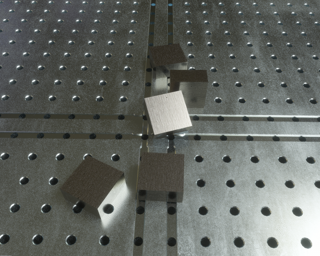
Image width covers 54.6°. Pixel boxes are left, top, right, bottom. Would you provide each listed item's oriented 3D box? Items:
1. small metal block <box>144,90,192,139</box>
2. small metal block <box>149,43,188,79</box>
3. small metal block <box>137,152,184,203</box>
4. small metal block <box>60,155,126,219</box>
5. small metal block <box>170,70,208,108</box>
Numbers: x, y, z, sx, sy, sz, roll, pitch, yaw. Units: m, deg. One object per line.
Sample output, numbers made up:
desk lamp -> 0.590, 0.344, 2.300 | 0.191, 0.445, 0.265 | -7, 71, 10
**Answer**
small metal block -> 0.009, -0.017, 0.410 | 0.050, 0.025, 0.050 | -13, 77, -11
small metal block -> 0.013, -0.109, 0.499 | 0.050, 0.025, 0.050 | -10, 51, -9
small metal block -> 0.002, 0.057, 0.360 | 0.050, 0.025, 0.050 | 3, 50, 2
small metal block -> -0.075, 0.066, 0.352 | 0.050, 0.025, 0.050 | 22, 54, 18
small metal block -> 0.039, -0.055, 0.438 | 0.050, 0.050, 0.025 | 0, 50, 0
